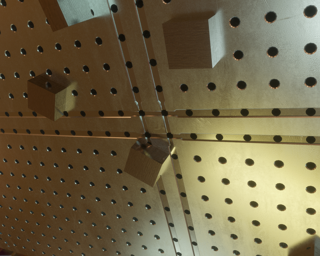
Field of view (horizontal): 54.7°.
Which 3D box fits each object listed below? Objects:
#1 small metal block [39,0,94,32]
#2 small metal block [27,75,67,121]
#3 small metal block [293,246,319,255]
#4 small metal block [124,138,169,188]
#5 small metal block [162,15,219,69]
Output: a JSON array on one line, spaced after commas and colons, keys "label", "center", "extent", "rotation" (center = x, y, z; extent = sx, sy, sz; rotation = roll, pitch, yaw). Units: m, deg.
[{"label": "small metal block", "center": [-0.110, -0.146, 0.361], "extent": [0.025, 0.050, 0.050], "rotation": [-7, 115, 31]}, {"label": "small metal block", "center": [-0.172, -0.046, 0.471], "extent": [0.050, 0.025, 0.050], "rotation": [26, 127, 12]}, {"label": "small metal block", "center": [0.210, 0.195, 0.421], "extent": [0.050, 0.025, 0.050], "rotation": [39, 129, 1]}, {"label": "small metal block", "center": [-0.020, 0.051, 0.452], "extent": [0.050, 0.025, 0.050], "rotation": [28, 128, 10]}, {"label": "small metal block", "center": [0.034, -0.092, 0.335], "extent": [0.050, 0.025, 0.050], "rotation": [4, 120, 26]}]
